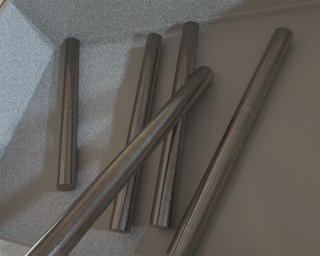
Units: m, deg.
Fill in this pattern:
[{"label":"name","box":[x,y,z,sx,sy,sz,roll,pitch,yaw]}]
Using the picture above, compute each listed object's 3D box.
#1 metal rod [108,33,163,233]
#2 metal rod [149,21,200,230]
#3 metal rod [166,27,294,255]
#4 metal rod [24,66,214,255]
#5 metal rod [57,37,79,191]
[{"label":"metal rod","box":[-0.027,-0.013,0.426,0.025,0.025,0.299,-6,59,25]},{"label":"metal rod","box":[0.024,-0.023,0.405,0.025,0.025,0.299,-4,60,26]},{"label":"metal rod","box":[0.088,0.006,0.355,0.025,0.025,0.300,18,71,34]},{"label":"metal rod","box":[-0.015,0.015,0.324,0.025,0.025,0.301,10,42,32]},{"label":"metal rod","box":[-0.147,-0.041,0.505,0.025,0.025,0.299,-20,54,16]}]
